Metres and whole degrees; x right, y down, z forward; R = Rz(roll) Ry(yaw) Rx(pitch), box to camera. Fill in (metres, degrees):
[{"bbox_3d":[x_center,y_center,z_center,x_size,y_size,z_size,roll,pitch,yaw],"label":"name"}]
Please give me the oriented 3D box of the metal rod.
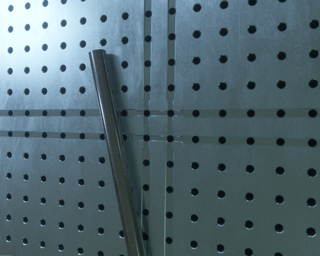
[{"bbox_3d":[-0.059,0.037,0.434,0.025,0.025,0.299,-13,86,19],"label":"metal rod"}]
